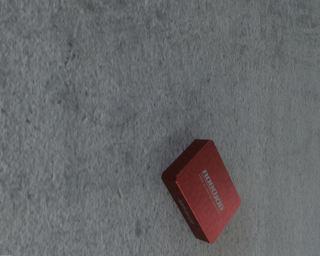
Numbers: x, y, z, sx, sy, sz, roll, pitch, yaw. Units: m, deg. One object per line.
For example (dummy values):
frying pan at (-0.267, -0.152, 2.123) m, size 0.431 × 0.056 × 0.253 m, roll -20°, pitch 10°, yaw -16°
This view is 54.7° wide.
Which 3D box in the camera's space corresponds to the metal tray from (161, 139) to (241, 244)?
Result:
metal tray at (0.066, 0.093, 0.459) m, size 0.090 × 0.030 × 0.130 m, roll -42°, pitch 116°, yaw -32°
